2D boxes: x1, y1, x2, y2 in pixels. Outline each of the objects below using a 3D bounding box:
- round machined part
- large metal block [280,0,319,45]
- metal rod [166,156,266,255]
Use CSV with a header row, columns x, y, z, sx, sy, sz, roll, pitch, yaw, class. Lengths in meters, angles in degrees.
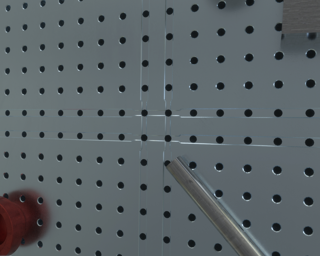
x,y,z,sx,sy,sz,roll,pitch,yaw,class
-0.256,0.156,0.491,0.098,0.042,0.097,0,90,19,round machined part
0.177,-0.137,0.337,0.080,0.050,0.079,3,91,19,large metal block
0.112,0.155,0.372,0.025,0.025,0.300,-44,77,14,metal rod
